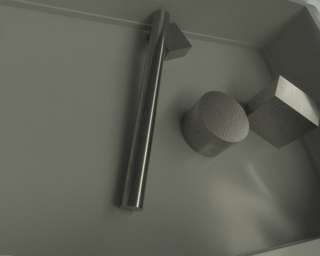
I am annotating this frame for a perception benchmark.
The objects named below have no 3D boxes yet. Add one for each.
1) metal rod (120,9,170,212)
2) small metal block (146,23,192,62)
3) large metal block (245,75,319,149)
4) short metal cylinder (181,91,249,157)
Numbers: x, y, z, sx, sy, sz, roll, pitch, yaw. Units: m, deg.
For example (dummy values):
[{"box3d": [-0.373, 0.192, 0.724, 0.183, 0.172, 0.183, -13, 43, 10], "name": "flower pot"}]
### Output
[{"box3d": [-0.014, -0.043, 0.408, 0.025, 0.025, 0.299, 18, 60, -19], "name": "metal rod"}, {"box3d": [0.015, -0.139, 0.500, 0.050, 0.025, 0.050, -23, 75, -36], "name": "small metal block"}, {"box3d": [0.188, -0.023, 0.488, 0.080, 0.080, 0.050, 34, 51, -7], "name": "large metal block"}, {"box3d": [0.077, -0.005, 0.436, 0.081, 0.050, 0.080, 14, 56, -21], "name": "short metal cylinder"}]
